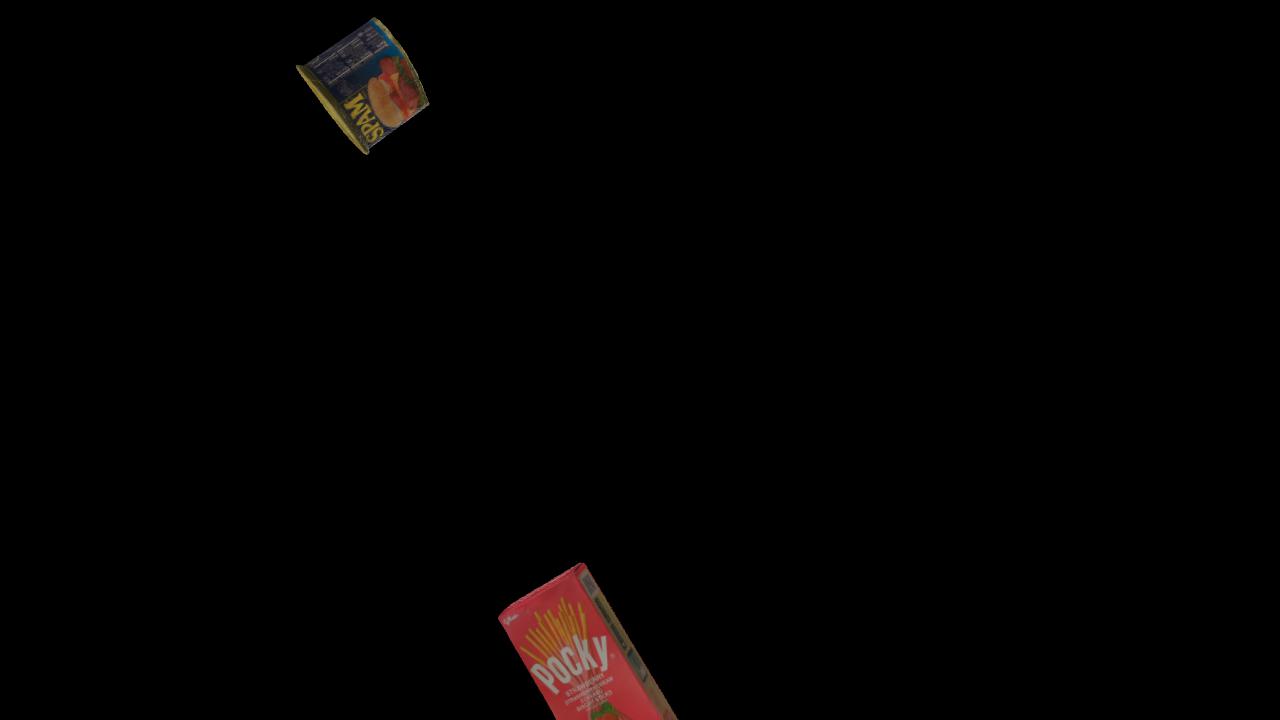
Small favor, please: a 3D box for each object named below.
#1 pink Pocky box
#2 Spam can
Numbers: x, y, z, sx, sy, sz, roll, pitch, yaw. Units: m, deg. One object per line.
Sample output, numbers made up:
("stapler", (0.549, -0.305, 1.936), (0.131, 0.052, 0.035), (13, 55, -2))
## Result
("pink Pocky box", (-0.043, 0.255, 0.506), (0.084, 0.155, 0.029), (-34, -7, 14))
("Spam can", (-0.260, -0.260, 0.589), (0.085, 0.058, 0.101), (-42, -4, -11))
